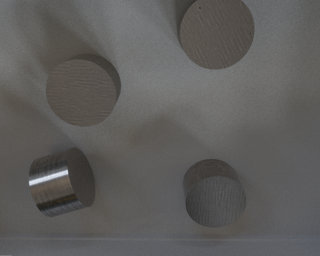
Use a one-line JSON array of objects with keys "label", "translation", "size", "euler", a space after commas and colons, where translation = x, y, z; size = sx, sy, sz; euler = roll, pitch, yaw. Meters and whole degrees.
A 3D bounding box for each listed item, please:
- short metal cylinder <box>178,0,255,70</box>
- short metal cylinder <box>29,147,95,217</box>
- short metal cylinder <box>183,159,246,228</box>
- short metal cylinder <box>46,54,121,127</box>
[{"label": "short metal cylinder", "translation": [0.062, -0.112, 0.358], "size": [0.081, 0.050, 0.079], "euler": [0, 110, -1]}, {"label": "short metal cylinder", "translation": [-0.125, 0.071, 0.406], "size": [0.050, 0.080, 0.080], "euler": [-17, 110, 6]}, {"label": "short metal cylinder", "translation": [0.074, 0.090, 0.432], "size": [0.081, 0.050, 0.079], "euler": [0, 110, -1]}, {"label": "short metal cylinder", "translation": [-0.091, -0.047, 0.379], "size": [0.081, 0.050, 0.079], "euler": [0, 110, -1]}]
